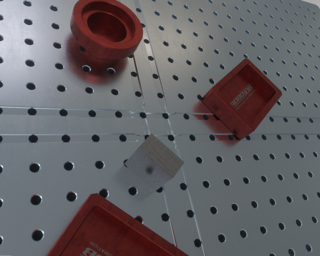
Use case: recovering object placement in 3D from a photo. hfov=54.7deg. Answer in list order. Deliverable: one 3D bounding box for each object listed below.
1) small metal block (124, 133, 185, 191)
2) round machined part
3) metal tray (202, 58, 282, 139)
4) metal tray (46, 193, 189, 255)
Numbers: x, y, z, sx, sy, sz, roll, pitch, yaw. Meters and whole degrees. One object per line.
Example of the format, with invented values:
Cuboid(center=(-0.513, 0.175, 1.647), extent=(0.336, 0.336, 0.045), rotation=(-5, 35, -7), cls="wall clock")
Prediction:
Cuboid(center=(-0.008, 0.041, 0.363), extent=(0.050, 0.050, 0.025), rotation=(42, 51, 0), cls="small metal block")
Cuboid(center=(-0.077, -0.135, 0.438), extent=(0.099, 0.042, 0.098), rotation=(14, 56, -21), cls="round machined part")
Cuboid(center=(0.139, -0.052, 0.510), extent=(0.090, 0.030, 0.131), rotation=(46, 51, 4), cls="metal tray")
Cuboid(center=(-0.039, 0.137, 0.299), extent=(0.130, 0.030, 0.090), rotation=(36, 51, -5), cls="metal tray")
